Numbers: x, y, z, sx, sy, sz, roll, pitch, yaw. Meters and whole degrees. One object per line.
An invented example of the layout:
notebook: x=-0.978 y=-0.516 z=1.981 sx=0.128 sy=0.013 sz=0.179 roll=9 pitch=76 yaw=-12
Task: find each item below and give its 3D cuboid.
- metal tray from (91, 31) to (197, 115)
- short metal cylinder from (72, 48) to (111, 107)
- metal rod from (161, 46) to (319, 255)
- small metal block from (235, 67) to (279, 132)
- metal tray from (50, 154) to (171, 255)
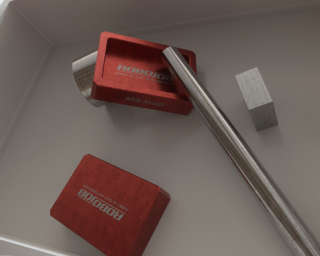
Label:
metal tray: x=-0.018 y=-0.071 z=0.404 sx=0.131 sy=0.030 sz=0.090 roll=9 pitch=58 yaw=-14
short metal cylinder: x=-0.084 y=-0.077 z=0.460 sx=0.050 sy=0.080 sz=0.080 roll=-22 pitch=54 yaw=15
metal rod: x=0.076 y=0.014 z=0.333 sx=0.025 sy=0.025 sz=0.299 roll=-33 pitch=59 yaw=6
small metal block: x=0.110 y=-0.031 z=0.351 sx=0.025 sy=0.050 sz=0.050 roll=-21 pitch=54 yaw=16
metal tray: x=-0.063 y=0.094 z=0.377 sx=0.130 sy=0.030 sz=0.090 roll=18 pitch=71 yaw=34
